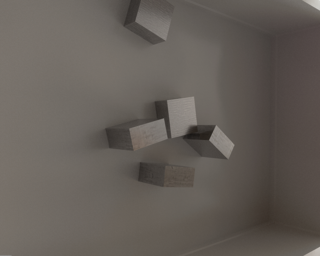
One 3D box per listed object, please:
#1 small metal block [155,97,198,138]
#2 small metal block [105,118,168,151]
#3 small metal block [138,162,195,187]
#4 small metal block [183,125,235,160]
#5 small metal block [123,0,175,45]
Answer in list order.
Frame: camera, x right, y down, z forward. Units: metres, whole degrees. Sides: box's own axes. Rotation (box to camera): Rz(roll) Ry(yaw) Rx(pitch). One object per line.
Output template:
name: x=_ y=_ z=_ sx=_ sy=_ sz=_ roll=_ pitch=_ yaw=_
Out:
small metal block: x=0.023 y=-0.015 z=0.426 sx=0.050 sy=0.025 sz=0.050 roll=-12 pitch=98 yaw=-39
small metal block: x=-0.028 y=0.007 z=0.367 sx=0.050 sy=0.050 sz=0.025 roll=-18 pitch=102 yaw=-39
small metal block: x=0.008 y=0.060 z=0.397 sx=0.050 sy=0.050 sz=0.025 roll=10 pitch=84 yaw=-40
small metal block: x=0.071 y=0.020 z=0.449 sx=0.050 sy=0.050 sz=0.025 roll=42 pitch=64 yaw=-32
small metal block: x=-0.013 y=-0.142 z=0.395 sx=0.050 sy=0.025 sz=0.050 roll=22 pitch=76 yaw=-38
